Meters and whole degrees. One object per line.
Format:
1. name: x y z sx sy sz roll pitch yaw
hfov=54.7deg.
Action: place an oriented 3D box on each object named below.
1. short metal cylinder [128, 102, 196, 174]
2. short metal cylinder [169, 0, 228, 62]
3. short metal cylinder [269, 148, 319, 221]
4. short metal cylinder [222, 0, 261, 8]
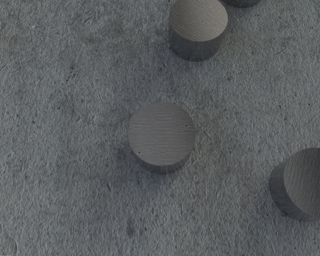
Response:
1. short metal cylinder: 0.002 0.014 0.390 0.081 0.050 0.080 0 70 0
2. short metal cylinder: 0.053 -0.144 0.448 0.081 0.050 0.080 0 70 0
3. short metal cylinder: 0.179 0.069 0.371 0.081 0.050 0.080 0 70 0
4. short metal cylinder: 0.131 -0.237 0.482 0.081 0.050 0.080 0 70 0
